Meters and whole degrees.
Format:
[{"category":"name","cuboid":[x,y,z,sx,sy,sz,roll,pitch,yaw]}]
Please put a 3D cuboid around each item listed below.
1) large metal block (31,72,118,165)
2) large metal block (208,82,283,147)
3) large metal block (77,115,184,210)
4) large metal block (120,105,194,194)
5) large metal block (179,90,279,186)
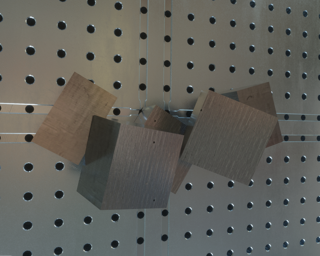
[{"category":"large metal block","cuboid":[-0.098,-0.010,0.347,0.050,0.080,0.080,32,80,-18]},{"category":"large metal block","cuboid":[0.113,-0.014,0.426,0.050,0.080,0.080,-17,96,-19]},{"category":"large metal block","cuboid":[-0.030,0.036,0.319,0.081,0.050,0.080,11,93,-41]},{"category":"large metal block","cuboid":[-0.002,0.027,0.399,0.080,0.050,0.080,34,79,-17]},{"category":"large metal block","cuboid":[0.073,0.008,0.354,0.080,0.050,0.080,22,96,-4]}]
